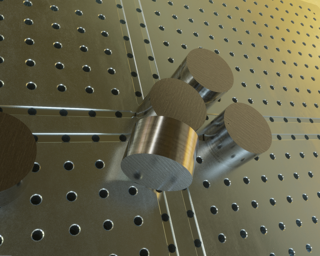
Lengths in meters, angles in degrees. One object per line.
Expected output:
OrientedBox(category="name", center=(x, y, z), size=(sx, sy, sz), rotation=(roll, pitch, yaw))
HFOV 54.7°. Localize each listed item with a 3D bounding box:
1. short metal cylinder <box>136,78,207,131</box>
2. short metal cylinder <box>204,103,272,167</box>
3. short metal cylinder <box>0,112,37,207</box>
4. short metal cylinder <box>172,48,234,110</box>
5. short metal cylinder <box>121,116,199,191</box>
OrientedBox(category="short metal cylinder", center=(0.014, -0.019, 0.411), size=(0.081, 0.050, 0.080), rotation=(14, 56, -21))
OrientedBox(category="short metal cylinder", center=(0.112, 0.010, 0.445), size=(0.081, 0.050, 0.080), rotation=(14, 56, -21))
OrientedBox(category="short metal cylinder", center=(-0.160, 0.030, 0.287), size=(0.081, 0.050, 0.080), rotation=(14, 56, -21))
OrientedBox(category="short metal cylinder", center=(0.064, -0.074, 0.471), size=(0.081, 0.050, 0.080), rotation=(14, 56, -21))
OrientedBox(category="short metal cylinder", center=(0.001, 0.031, 0.354), size=(0.080, 0.080, 0.050), rotation=(25, 53, -13))
